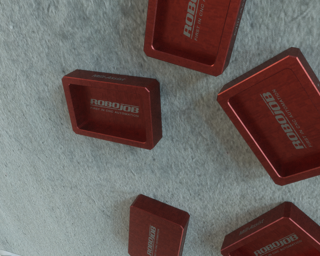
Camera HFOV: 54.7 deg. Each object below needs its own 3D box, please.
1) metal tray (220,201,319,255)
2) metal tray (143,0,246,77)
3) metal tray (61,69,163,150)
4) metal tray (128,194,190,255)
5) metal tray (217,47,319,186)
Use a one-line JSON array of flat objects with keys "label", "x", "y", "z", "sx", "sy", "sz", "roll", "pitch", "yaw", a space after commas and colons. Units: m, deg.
[{"label": "metal tray", "x": 0.158, "y": 0.164, "z": 0.421, "sx": 0.090, "sy": 0.030, "sz": 0.129, "roll": 41, "pitch": 129, "yaw": 0}, {"label": "metal tray", "x": 0.036, "y": -0.125, "z": 0.306, "sx": 0.090, "sy": 0.030, "sz": 0.129, "roll": 20, "pitch": 126, "yaw": 16}, {"label": "metal tray", "x": -0.064, "y": -0.026, "z": 0.419, "sx": 0.130, "sy": 0.030, "sz": 0.089, "roll": 11, "pitch": 123, "yaw": 22}, {"label": "metal tray", "x": -0.005, "y": 0.179, "z": 0.515, "sx": 0.090, "sy": 0.030, "sz": 0.129, "roll": 18, "pitch": 125, "yaw": 17}, {"label": "metal tray", "x": 0.134, "y": -0.007, "z": 0.328, "sx": 0.090, "sy": 0.030, "sz": 0.130, "roll": -29, "pitch": 103, "yaw": 37}]
